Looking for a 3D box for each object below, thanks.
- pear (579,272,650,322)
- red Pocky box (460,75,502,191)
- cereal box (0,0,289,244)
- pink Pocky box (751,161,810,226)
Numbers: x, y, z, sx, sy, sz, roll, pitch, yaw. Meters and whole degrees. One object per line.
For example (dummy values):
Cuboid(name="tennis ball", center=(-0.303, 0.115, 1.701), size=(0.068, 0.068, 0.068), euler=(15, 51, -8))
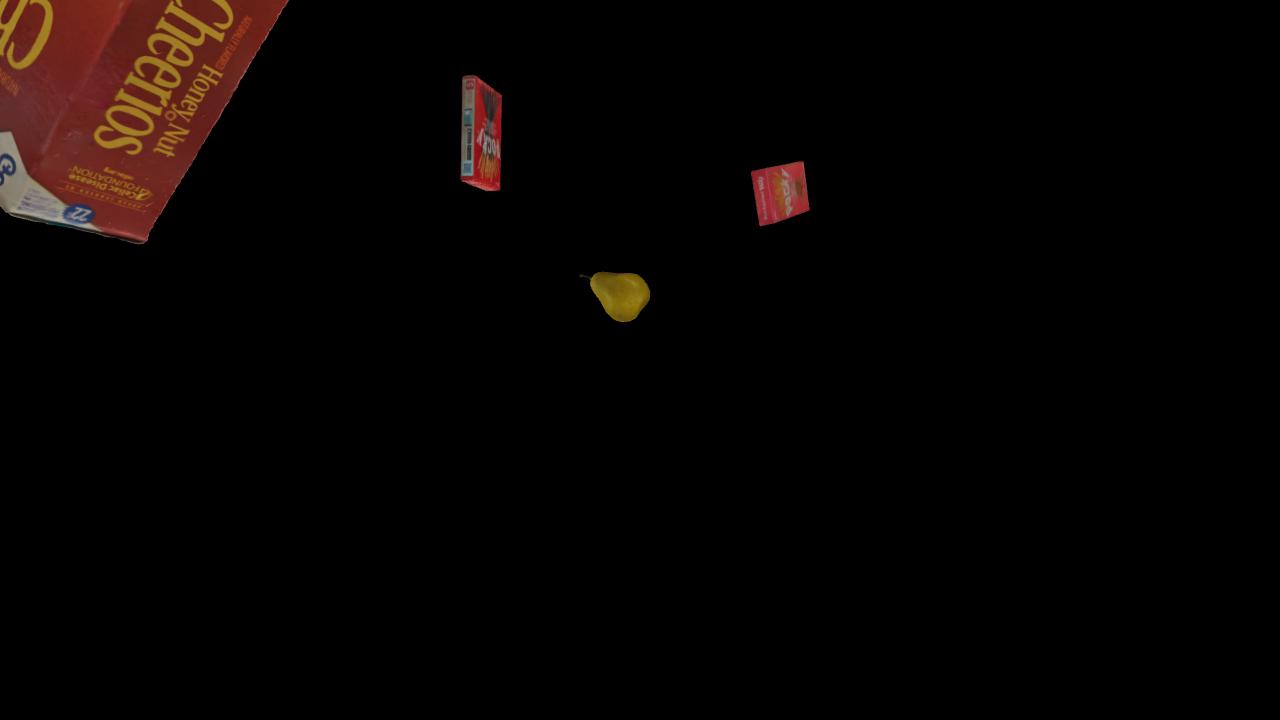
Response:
Cuboid(name="pear", center=(-0.040, -0.113, 0.973), size=(0.111, 0.080, 0.080), euler=(38, 0, 1))
Cuboid(name="red Pocky box", center=(-0.245, -0.347, 0.954), size=(0.028, 0.155, 0.083), euler=(3, 4, 14))
Cuboid(name="cereal box", center=(-0.298, -0.248, 0.350), size=(0.203, 0.306, 0.081), euler=(40, 7, 16))
Cuboid(name="pink Pocky box", center=(0.227, -0.268, 0.982), size=(0.029, 0.084, 0.155), euler=(-1, 17, 37))
